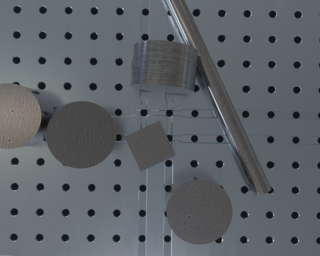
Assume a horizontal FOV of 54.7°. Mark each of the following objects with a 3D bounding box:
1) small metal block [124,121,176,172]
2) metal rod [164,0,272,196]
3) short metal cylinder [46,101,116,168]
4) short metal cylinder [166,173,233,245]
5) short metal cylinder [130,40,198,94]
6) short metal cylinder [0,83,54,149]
[{"bbox_3d":[-0.013,0.023,0.413,0.050,0.025,0.050,-25,90,0],"label":"small metal block"},{"bbox_3d":[0.074,-0.051,0.413,0.025,0.025,0.299,-25,90,0],"label":"metal rod"},{"bbox_3d":[-0.100,0.006,0.387,0.081,0.050,0.079,-2,95,-21],"label":"short metal cylinder"},{"bbox_3d":[0.048,0.102,0.401,0.081,0.050,0.079,0,90,0],"label":"short metal cylinder"},{"bbox_3d":[0.005,-0.073,0.386,0.081,0.080,0.050,6,90,0],"label":"short metal cylinder"},{"bbox_3d":[-0.184,-0.015,0.399,0.081,0.050,0.079,0,90,0],"label":"short metal cylinder"}]
